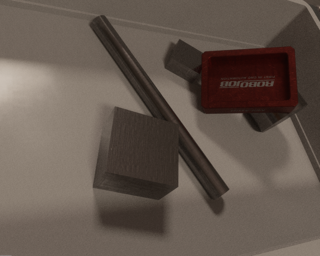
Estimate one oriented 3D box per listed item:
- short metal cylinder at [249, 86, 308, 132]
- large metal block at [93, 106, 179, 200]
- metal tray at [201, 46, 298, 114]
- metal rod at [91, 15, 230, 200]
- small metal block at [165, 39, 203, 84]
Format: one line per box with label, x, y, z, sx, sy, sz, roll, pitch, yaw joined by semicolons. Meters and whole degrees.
short metal cylinder;0.184;-0.035;0.494;0.081;0.080;0.050;-21;73;-36
large metal block;-0.026;0.031;0.358;0.081;0.050;0.080;16;55;-20
metal tray;0.128;-0.069;0.454;0.131;0.030;0.090;-1;76;12
metal rod;-0.005;-0.035;0.425;0.025;0.025;0.299;-27;77;-37
small metal block;0.041;-0.107;0.495;0.050;0.025;0.050;28;52;-11
